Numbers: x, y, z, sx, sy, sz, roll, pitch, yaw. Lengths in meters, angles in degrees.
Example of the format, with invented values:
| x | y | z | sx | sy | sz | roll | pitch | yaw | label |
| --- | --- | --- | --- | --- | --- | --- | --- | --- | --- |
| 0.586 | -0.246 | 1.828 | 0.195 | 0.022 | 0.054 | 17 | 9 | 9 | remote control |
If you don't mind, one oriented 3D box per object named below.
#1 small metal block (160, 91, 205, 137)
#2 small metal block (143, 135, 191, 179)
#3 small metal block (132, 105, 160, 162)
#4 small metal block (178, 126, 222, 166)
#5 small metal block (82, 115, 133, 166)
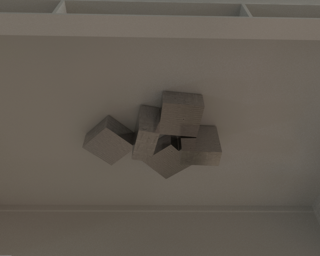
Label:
| x | y | z | sx | sy | sz | roll | pitch | yaw | label |
| --- | --- | --- | --- | --- | --- | --- | --- | --- | --- |
| 0.025 | -0.017 | 0.393 | 0.050 | 0.025 | 0.050 | 5 | 130 | -5 | small metal block |
| 0.012 | 0.040 | 0.441 | 0.050 | 0.025 | 0.050 | -33 | 123 | 24 | small metal block |
| -0.018 | 0.007 | 0.395 | 0.025 | 0.050 | 0.050 | 10 | 129 | -9 | small metal block |
| 0.051 | 0.022 | 0.410 | 0.050 | 0.050 | 0.025 | 2 | 130 | -3 | small metal block |
| -0.068 | 0.018 | 0.421 | 0.050 | 0.025 | 0.050 | -37 | 122 | 27 | small metal block |
